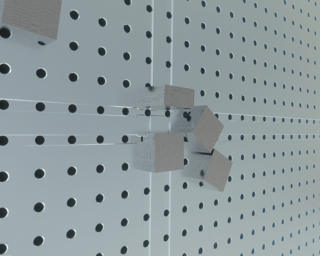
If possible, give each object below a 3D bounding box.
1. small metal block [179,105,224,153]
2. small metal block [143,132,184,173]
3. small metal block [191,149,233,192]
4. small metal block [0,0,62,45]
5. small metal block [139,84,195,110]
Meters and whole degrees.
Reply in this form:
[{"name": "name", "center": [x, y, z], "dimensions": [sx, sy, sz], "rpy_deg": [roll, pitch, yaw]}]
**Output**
[{"name": "small metal block", "center": [0.063, 0.002, 0.461], "dimensions": [0.050, 0.025, 0.050], "rpy_deg": [46, 63, -30]}, {"name": "small metal block", "center": [0.005, 0.031, 0.412], "dimensions": [0.050, 0.025, 0.050], "rpy_deg": [0, 90, -40]}, {"name": "small metal block", "center": [0.081, 0.064, 0.475], "dimensions": [0.050, 0.025, 0.050], "rpy_deg": [36, 68, -34]}, {"name": "small metal block", "center": [-0.127, -0.115, 0.302], "dimensions": [0.050, 0.025, 0.050], "rpy_deg": [10, 84, -40]}, {"name": "small metal block", "center": [0.008, -0.038, 0.399], "dimensions": [0.050, 0.050, 0.025], "rpy_deg": [3, 88, -40]}]
